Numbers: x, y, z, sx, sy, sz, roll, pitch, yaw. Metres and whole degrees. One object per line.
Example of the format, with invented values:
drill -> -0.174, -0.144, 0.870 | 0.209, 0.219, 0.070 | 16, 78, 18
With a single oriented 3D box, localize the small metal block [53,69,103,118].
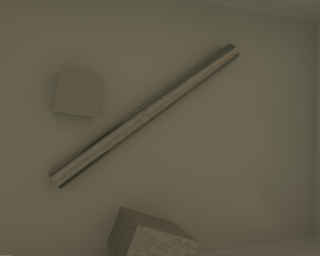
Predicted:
small metal block -> -0.100, -0.040, 0.374 | 0.050, 0.025, 0.050 | 8, 87, -20

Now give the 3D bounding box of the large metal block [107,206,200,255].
large metal block -> -0.011, 0.141, 0.378 | 0.080, 0.080, 0.050 | 23, 83, -19

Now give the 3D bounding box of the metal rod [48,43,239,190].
metal rod -> -0.009, -0.025, 0.408 | 0.301, 0.025, 0.025 | -37, 102, -17
